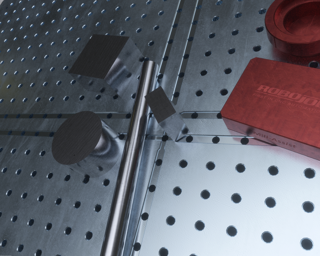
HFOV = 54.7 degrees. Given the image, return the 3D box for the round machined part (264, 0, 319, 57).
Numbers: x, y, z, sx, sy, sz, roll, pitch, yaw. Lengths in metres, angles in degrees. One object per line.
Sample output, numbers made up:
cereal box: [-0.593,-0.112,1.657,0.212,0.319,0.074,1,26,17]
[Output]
round machined part: [0.182,-0.127,0.379,0.098,0.042,0.098,-13,56,20]

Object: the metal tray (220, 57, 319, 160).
metal tray: [0.146,-0.025,0.344,0.130,0.030,0.090,22,73,35]

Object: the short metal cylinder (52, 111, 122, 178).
short metal cylinder: [-0.100,0.023,0.429,0.080,0.050,0.080,-13,56,20]

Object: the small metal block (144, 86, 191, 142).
small metal block: [0.010,-0.018,0.397,0.025,0.050,0.050,-33,52,7]

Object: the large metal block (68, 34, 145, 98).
large metal block: [-0.085,-0.101,0.497,0.080,0.050,0.080,15,69,34]

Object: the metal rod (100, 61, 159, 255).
metal rod: [-0.036,0.037,0.403,0.025,0.025,0.299,-5,59,25]
